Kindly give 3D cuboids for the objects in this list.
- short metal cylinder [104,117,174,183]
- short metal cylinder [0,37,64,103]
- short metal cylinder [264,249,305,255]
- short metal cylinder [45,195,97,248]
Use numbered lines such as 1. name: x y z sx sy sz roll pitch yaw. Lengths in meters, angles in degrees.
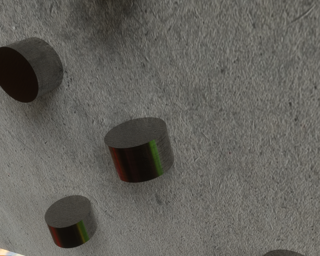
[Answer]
1. short metal cylinder: -0.026 0.026 0.401 0.080 0.080 0.050 1 119 28
2. short metal cylinder: -0.186 -0.082 0.438 0.080 0.050 0.079 13 124 21
3. short metal cylinder: 0.179 0.218 0.431 0.080 0.050 0.079 13 124 21
4. short metal cylinder: -0.160 0.167 0.559 0.080 0.080 0.050 7 122 24
